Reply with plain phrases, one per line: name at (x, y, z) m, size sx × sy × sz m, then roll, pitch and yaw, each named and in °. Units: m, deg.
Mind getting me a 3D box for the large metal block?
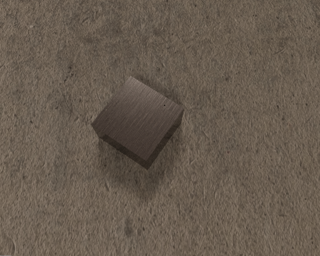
large metal block at (-0.026, -0.006, 0.397) m, size 0.080 × 0.050 × 0.080 m, roll 33°, pitch 73°, yaw 11°
